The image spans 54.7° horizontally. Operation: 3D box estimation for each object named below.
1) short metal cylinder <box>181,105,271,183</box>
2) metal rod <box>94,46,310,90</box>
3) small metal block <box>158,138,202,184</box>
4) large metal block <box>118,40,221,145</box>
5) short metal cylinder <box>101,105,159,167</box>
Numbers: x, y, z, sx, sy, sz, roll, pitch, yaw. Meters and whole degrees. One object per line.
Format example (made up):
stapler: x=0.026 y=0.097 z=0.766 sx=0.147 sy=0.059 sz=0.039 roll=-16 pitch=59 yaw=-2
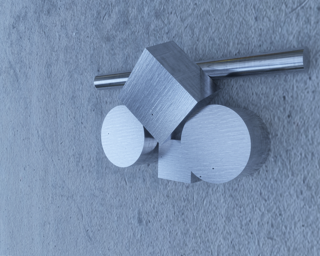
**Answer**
short metal cylinder: x=0.070 y=0.016 z=0.332 sx=0.080 sy=0.050 sz=0.079 roll=0 pitch=90 yaw=40
metal rod: x=0.023 y=-0.068 z=0.387 sx=0.300 sy=0.025 sz=0.025 roll=2 pitch=91 yaw=40
small metal block: x=0.025 y=0.039 z=0.387 sx=0.050 sy=0.025 sz=0.050 roll=3 pitch=92 yaw=40
large metal block: x=0.008 y=-0.041 z=0.361 sx=0.080 sy=0.050 sz=0.080 roll=48 pitch=133 yaw=11
short metal cylinder: x=-0.033 y=0.010 z=0.417 sx=0.080 sy=0.050 sz=0.079 roll=0 pitch=90 yaw=40
